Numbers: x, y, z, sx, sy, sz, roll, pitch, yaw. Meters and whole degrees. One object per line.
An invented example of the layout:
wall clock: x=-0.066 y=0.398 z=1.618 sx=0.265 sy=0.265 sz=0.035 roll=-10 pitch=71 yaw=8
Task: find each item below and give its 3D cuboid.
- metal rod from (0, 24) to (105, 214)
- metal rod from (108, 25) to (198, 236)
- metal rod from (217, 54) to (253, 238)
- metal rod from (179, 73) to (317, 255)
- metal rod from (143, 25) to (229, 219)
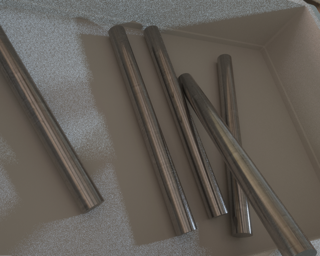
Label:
metal rod: x=-0.150 y=-0.040 z=0.349 sx=0.025 sy=0.025 sz=0.299 roll=-25 pitch=76 yaw=-37
metal rod: x=-0.017 y=-0.012 z=0.405 sx=0.025 sy=0.025 sz=0.299 roll=-6 pitch=65 yaw=-31
metal rod: x=0.107 y=0.006 z=0.461 sx=0.025 sy=0.025 sz=0.300 roll=16 pitch=55 yaw=-20
metal rod: x=0.075 y=0.015 z=0.360 sx=0.025 sy=0.025 sz=0.300 roll=9 pitch=33 yaw=-24
metal rod: x=0.029 y=-0.023 z=0.437 sx=0.025 sy=0.025 sz=0.299 roll=-4 pitch=64 yaw=-31
